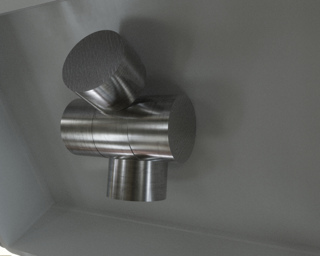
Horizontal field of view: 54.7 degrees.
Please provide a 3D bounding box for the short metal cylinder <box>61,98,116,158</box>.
[{"bbox_3d":[-0.085,-0.001,0.415,0.050,0.080,0.080,2,119,28],"label":"short metal cylinder"}]

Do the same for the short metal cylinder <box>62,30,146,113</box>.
[{"bbox_3d":[-0.063,-0.064,0.355,0.080,0.080,0.050,2,157,27],"label":"short metal cylinder"}]

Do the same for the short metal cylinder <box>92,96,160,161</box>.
[{"bbox_3d":[-0.040,0.000,0.392,0.050,0.080,0.080,2,119,28],"label":"short metal cylinder"}]

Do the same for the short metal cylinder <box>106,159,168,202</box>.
[{"bbox_3d":[-0.030,0.068,0.420,0.080,0.080,0.050,0,85,28],"label":"short metal cylinder"}]

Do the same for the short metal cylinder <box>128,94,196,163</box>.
[{"bbox_3d":[0.005,0.000,0.369,0.050,0.080,0.080,2,119,28],"label":"short metal cylinder"}]
